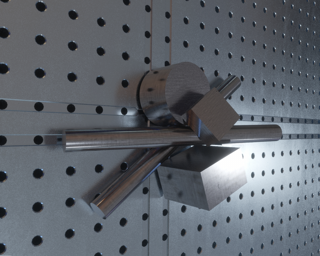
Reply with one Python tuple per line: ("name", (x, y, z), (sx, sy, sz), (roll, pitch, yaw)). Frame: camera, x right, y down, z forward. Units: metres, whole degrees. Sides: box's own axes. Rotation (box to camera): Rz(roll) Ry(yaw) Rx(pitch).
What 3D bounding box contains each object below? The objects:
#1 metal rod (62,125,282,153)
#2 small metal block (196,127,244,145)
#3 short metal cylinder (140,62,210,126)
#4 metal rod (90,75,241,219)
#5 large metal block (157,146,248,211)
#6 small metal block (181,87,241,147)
("metal rod", (0.036, 0.010, 0.389), (0.303, 0.025, 0.025), (-1, 91, -27))
("small metal block", (0.090, 0.012, 0.464), (0.050, 0.050, 0.025), (0, 90, -39))
("short metal cylinder", (0.021, -0.043, 0.406), (0.081, 0.050, 0.080), (1, 89, -40))
("metal rod", (0.026, 0.009, 0.428), (0.302, 0.025, 0.025), (-42, 116, -32))
("large metal block", (0.056, 0.062, 0.415), (0.081, 0.080, 0.050), (-23, 105, -38))
("small metal block", (0.063, -0.014, 0.382), (0.050, 0.025, 0.050), (49, 59, -3))
